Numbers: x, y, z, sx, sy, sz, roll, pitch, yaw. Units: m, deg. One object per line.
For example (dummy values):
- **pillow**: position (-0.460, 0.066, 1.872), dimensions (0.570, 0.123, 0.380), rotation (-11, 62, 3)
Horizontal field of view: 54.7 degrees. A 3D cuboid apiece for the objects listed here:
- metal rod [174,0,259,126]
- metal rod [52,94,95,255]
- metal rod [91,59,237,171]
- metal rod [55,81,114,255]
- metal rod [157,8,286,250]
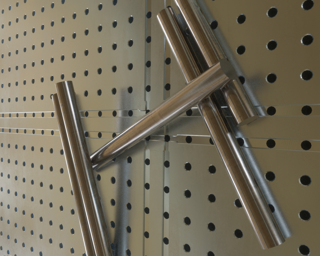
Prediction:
- **metal rod**: position (0.039, -0.139, 0.375), dimensions (0.025, 0.025, 0.299), rotation (-35, 69, 34)
- **metal rod**: position (-0.139, 0.081, 0.521), dimensions (0.025, 0.025, 0.299), rotation (-27, 73, 36)
- **metal rod**: position (-0.026, 0.003, 0.408), dimensions (0.299, 0.025, 0.025), rotation (-33, 70, 41)
- **metal rod**: position (-0.110, 0.078, 0.465), dimensions (0.025, 0.025, 0.298), rotation (-11, 93, 39)
- **metal rod**: position (0.061, -0.014, 0.357), dimensions (0.025, 0.025, 0.299), rotation (-34, 69, 34)
